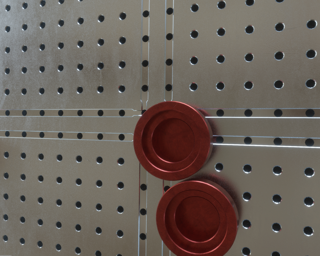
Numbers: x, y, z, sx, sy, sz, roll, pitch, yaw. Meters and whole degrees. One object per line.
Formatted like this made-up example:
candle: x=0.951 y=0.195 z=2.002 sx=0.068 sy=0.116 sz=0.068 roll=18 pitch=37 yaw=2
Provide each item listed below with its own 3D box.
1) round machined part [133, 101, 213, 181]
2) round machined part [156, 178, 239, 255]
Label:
round machined part: x=0.019 y=0.015 z=0.396 sx=0.098 sy=0.042 sz=0.097 roll=0 pitch=90 yaw=19
round machined part: x=0.048 y=0.111 z=0.386 sx=0.098 sy=0.042 sz=0.097 roll=0 pitch=90 yaw=19
